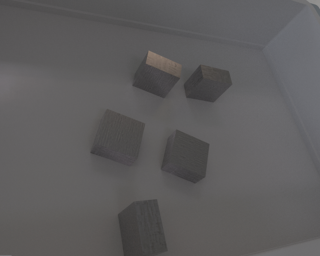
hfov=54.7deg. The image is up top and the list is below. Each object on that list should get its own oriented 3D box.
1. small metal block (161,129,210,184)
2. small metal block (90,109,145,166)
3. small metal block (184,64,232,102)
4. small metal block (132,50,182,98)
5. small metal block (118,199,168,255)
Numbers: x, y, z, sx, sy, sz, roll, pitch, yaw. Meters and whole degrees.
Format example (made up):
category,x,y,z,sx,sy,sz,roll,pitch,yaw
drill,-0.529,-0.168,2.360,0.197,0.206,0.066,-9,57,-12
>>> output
category,x,y,z,sx,sy,sz,roll,pitch,yaw
small metal block,0.033,0.037,0.401,0.050,0.025,0.050,24,53,-14
small metal block,-0.050,0.012,0.372,0.050,0.025,0.050,21,54,-16
small metal block,0.072,-0.066,0.468,0.050,0.050,0.025,7,59,-25
small metal block,-0.004,-0.073,0.432,0.050,0.050,0.025,20,54,-17
small metal block,-0.019,0.105,0.315,0.025,0.050,0.050,1,61,-28
